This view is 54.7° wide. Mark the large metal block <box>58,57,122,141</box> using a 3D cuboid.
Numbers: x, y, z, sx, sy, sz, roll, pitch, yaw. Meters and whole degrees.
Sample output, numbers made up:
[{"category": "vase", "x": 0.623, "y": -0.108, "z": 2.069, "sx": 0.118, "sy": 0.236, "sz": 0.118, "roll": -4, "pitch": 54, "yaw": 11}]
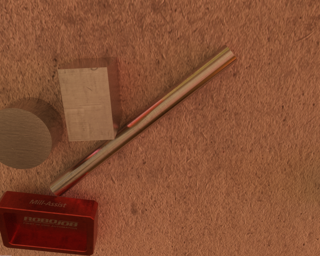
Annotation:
[{"category": "large metal block", "x": -0.077, "y": -0.037, "z": 0.366, "sx": 0.050, "sy": 0.080, "sz": 0.079, "roll": -3, "pitch": 110, "yaw": 0}]

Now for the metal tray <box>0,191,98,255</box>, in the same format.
[{"category": "metal tray", "x": -0.158, "y": 0.138, "z": 0.444, "sx": 0.131, "sy": 0.030, "sz": 0.089, "roll": 7, "pitch": 124, "yaw": -3}]

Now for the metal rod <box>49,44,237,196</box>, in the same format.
[{"category": "metal rod", "x": -0.030, "y": -0.003, "z": 0.408, "sx": 0.300, "sy": 0.025, "sz": 0.025, "roll": -37, "pitch": 106, "yaw": 12}]

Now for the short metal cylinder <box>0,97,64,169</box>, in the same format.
[{"category": "short metal cylinder", "x": -0.171, "y": 0.005, "z": 0.396, "sx": 0.081, "sy": 0.050, "sz": 0.079, "roll": 0, "pitch": 110, "yaw": -1}]
